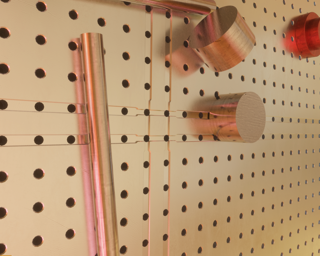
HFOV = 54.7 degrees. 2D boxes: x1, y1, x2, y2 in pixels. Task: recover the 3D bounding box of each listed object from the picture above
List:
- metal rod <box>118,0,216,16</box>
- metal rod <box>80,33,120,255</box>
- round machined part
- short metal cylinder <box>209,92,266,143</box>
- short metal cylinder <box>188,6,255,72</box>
[{"bbox_3d":[-0.039,-0.166,0.375,0.302,0.025,0.025,-8,95,-40],"label":"metal rod"},{"bbox_3d":[-0.066,0.045,0.353,0.025,0.025,0.298,-7,94,-40],"label":"metal rod"},{"bbox_3d":[0.344,-0.207,0.685,0.099,0.042,0.097,0,90,-40],"label":"round machined part"},{"bbox_3d":[0.125,-0.017,0.498,0.081,0.050,0.080,0,90,-40],"label":"short metal cylinder"},{"bbox_3d":[0.089,-0.128,0.447,0.050,0.080,0.080,41,65,-33],"label":"short metal cylinder"}]
